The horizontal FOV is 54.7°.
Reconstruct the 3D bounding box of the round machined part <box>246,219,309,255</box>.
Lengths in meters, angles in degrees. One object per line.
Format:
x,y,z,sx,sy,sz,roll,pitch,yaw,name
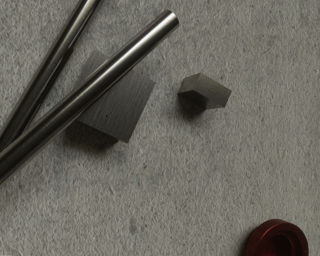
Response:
0.169,0.185,0.465,0.099,0.042,0.097,0,90,-21,round machined part

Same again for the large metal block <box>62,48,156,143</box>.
-0.063,-0.035,0.373,0.080,0.050,0.080,27,81,-19,large metal block

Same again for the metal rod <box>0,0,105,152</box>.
-0.128,-0.067,0.361,0.025,0.025,0.299,30,80,-18,metal rod

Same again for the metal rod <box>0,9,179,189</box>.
-0.089,-0.024,0.323,0.301,0.025,0.025,-45,105,-14,metal rod

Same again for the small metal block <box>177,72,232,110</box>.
0.059,-0.048,0.419,0.050,0.050,0.025,27,81,-19,small metal block
